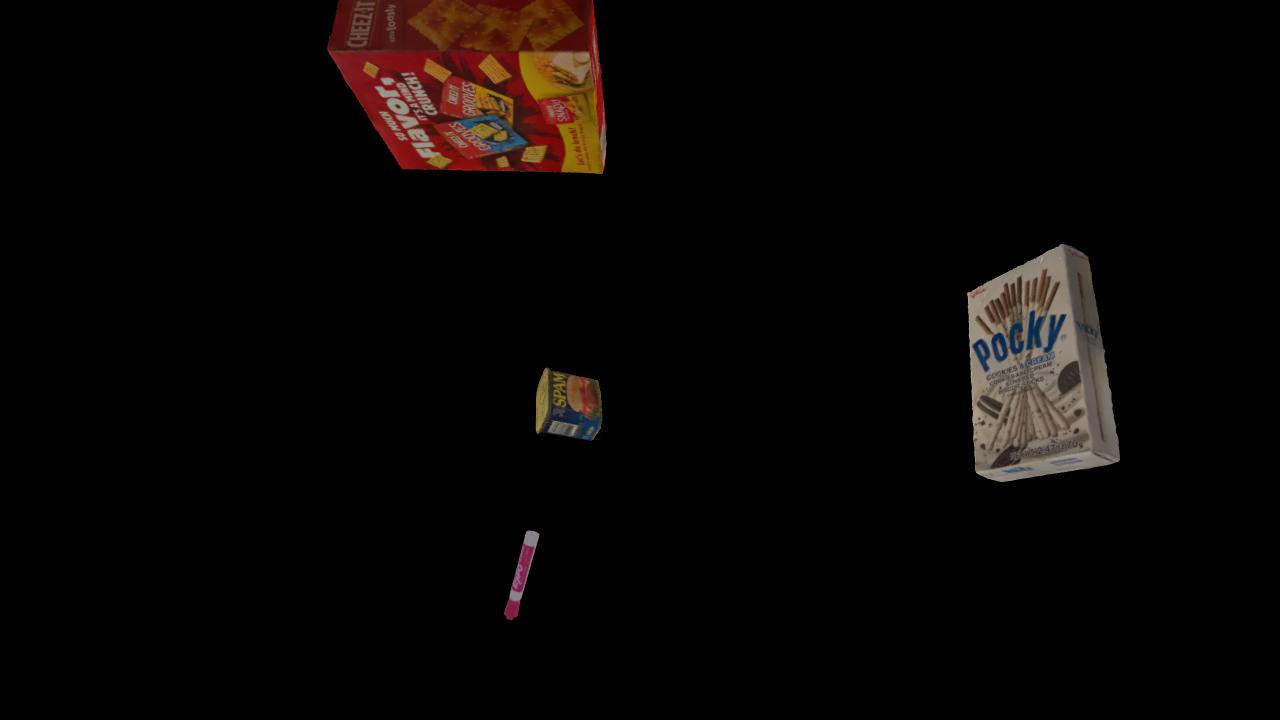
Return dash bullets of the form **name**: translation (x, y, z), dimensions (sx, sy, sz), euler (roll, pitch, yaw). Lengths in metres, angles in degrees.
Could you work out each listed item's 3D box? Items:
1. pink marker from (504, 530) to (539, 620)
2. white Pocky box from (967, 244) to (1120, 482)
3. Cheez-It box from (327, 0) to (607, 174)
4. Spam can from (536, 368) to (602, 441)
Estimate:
- **pink marker**: translation (-0.160, 0.291, 0.828), dimensions (0.020, 0.121, 0.020), euler (15, 1, 0)
- **white Pocky box**: translation (0.275, 0.004, 0.431), dimensions (0.028, 0.154, 0.084), euler (19, -26, -16)
- **Cheez-It box**: translation (-0.148, -0.255, 0.589), dimensions (0.223, 0.071, 0.166), euler (1, -19, 2)
- **Spam can**: translation (-0.106, 0.067, 0.911), dimensions (0.085, 0.058, 0.101), euler (14, 40, -20)
